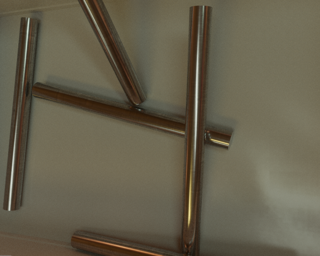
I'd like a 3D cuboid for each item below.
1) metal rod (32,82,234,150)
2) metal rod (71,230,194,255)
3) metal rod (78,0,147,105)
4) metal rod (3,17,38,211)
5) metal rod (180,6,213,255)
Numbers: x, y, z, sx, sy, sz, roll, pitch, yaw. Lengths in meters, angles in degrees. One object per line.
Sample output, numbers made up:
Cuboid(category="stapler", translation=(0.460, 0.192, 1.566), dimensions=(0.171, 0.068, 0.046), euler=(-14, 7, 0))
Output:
Cuboid(category="metal rod", translation=(-0.050, -0.021, 0.428), dimensions=(0.301, 0.025, 0.025), euler=(15, 95, 19))
Cuboid(category="metal rod", translation=(0.011, 0.166, 0.384), dimensions=(0.300, 0.025, 0.025), euler=(1, 91, 28))
Cuboid(category="metal rod", translation=(-0.081, -0.150, 0.339), dimensions=(0.025, 0.025, 0.299), euler=(-10, 127, 20))
Cuboid(category="metal rod", translation=(-0.220, -0.020, 0.488), dimensions=(0.025, 0.025, 0.298), euler=(7, 92, 20))
Cuboid(category="metal rod", translation=(0.042, 0.014, 0.369), dimensions=(0.025, 0.025, 0.298), euler=(5, 102, 20))
